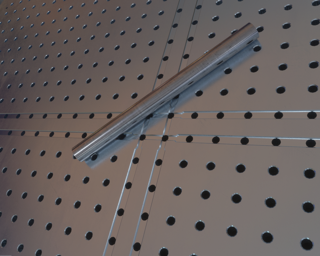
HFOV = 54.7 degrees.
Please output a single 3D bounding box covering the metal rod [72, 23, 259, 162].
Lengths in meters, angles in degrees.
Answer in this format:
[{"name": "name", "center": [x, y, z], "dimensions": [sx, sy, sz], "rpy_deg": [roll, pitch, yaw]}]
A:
[{"name": "metal rod", "center": [0.005, -0.047, 0.433], "dimensions": [0.300, 0.025, 0.025], "rpy_deg": [-35, 52, 4]}]
